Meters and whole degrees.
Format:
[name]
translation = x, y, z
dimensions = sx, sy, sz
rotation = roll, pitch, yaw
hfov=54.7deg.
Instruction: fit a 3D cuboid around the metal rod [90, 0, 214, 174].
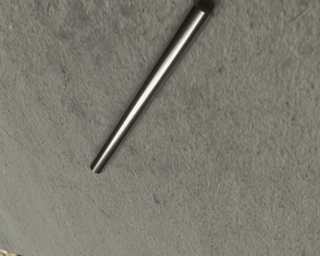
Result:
[metal rod]
translation = -0.028, -0.029, 0.402
dimensions = 0.025, 0.025, 0.298
rotation = 39, 129, 1
